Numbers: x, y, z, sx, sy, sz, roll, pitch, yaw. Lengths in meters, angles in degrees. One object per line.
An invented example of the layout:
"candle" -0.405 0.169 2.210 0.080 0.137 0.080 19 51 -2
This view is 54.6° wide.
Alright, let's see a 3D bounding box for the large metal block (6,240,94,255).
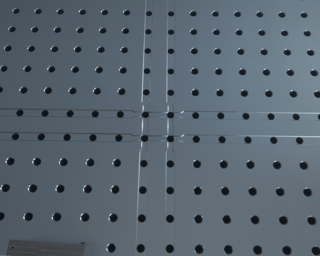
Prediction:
"large metal block" -0.122 0.167 0.337 0.080 0.050 0.080 4 70 1
